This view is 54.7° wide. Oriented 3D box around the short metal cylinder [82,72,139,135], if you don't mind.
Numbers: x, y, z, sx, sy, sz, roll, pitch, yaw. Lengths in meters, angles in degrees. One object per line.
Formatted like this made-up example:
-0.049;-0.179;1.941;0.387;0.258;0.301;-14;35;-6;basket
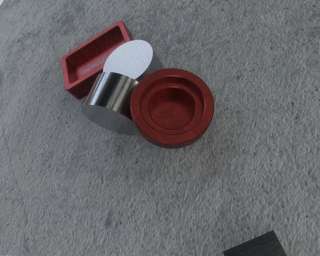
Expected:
-0.057;-0.031;0.418;0.080;0.080;0.050;6;65;31;short metal cylinder

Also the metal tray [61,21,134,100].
-0.102;-0.116;0.524;0.130;0.030;0.090;-29;52;9;metal tray

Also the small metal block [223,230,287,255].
0.092;0.128;0.277;0.050;0.025;0.050;-28;52;10;small metal block

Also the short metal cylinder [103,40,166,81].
-0.036;-0.082;0.457;0.080;0.050;0.080;-13;56;21;short metal cylinder

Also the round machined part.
0.014;-0.021;0.382;0.099;0.042;0.098;0;70;-1;round machined part
